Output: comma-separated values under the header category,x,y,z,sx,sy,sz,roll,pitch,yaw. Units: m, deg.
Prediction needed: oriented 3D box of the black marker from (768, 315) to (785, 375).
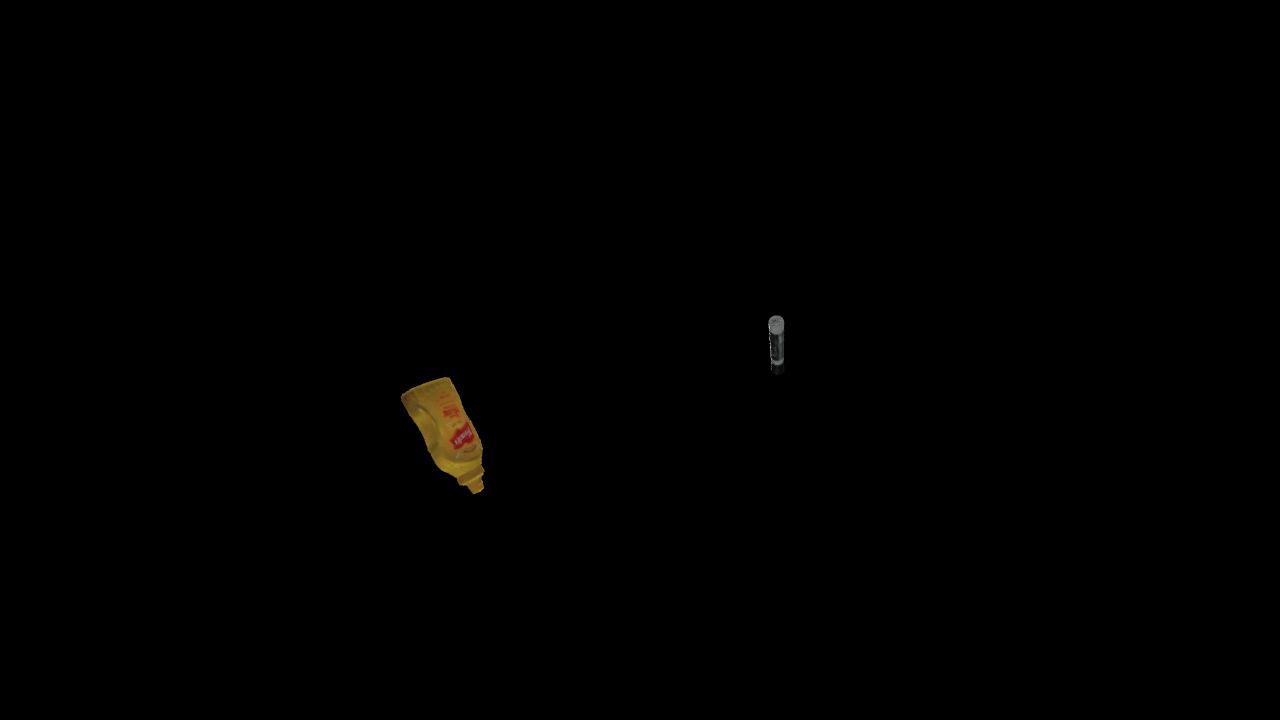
category,x,y,z,sx,sy,sz,roll,pitch,yaw
black marker,0.177,-0.016,0.795,0.020,0.020,0.121,0,-31,14

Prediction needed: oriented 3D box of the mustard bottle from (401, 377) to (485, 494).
category,x,y,z,sx,sy,sz,roll,pitch,yaw
mustard bottle,-0.287,0.121,0.940,0.054,0.184,0.092,-27,-1,19
